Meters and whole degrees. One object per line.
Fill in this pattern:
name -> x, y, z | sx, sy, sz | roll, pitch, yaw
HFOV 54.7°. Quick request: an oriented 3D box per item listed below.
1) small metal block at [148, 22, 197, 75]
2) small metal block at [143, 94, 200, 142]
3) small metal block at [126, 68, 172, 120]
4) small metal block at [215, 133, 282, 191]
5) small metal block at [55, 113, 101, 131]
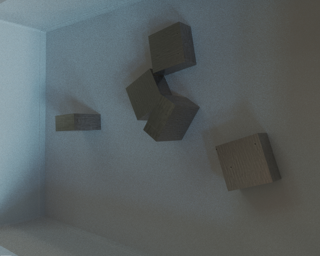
small metal block -> 0.015, -0.099, 0.393 | 0.050, 0.025, 0.050 | -13, 82, 39
small metal block -> 0.015, -0.012, 0.377 | 0.025, 0.050, 0.050 | 41, 115, 32
small metal block -> -0.014, -0.044, 0.416 | 0.050, 0.025, 0.050 | -33, 70, 34
small metal block -> 0.093, 0.036, 0.329 | 0.050, 0.025, 0.050 | -23, 76, 37
small metal block -> -0.131, -0.008, 0.496 | 0.050, 0.050, 0.025 | -4, 88, 39
